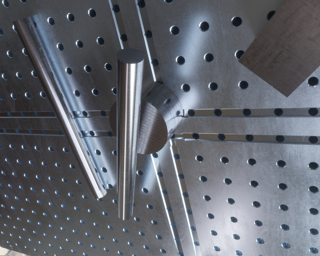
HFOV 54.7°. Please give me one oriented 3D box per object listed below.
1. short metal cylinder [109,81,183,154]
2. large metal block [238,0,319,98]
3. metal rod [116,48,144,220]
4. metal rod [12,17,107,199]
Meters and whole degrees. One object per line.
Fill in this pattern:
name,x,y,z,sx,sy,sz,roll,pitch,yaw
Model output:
short metal cylinder,-0.017,-0.013,0.396,0.080,0.050,0.079,13,124,21
large metal block,0.119,-0.084,0.261,0.050,0.080,0.080,38,129,3
metal rod,-0.042,0.035,0.389,0.025,0.025,0.298,23,139,14
metal rod,-0.145,-0.016,0.477,0.025,0.025,0.298,-3,117,30
